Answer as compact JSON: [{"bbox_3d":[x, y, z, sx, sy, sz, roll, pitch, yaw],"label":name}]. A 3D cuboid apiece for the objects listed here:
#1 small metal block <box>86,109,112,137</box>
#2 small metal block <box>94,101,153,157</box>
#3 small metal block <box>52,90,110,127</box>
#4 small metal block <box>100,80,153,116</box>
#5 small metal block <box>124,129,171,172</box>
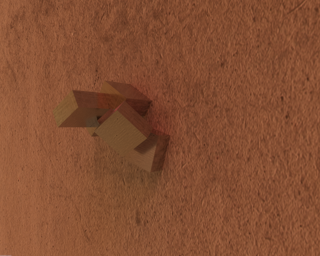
[{"bbox_3d":[-0.087,-0.014,0.460,0.025,0.050,0.050,-52,60,27],"label":"small metal block"},{"bbox_3d":[-0.046,0.002,0.394,0.050,0.025,0.050,44,124,-12],"label":"small metal block"},{"bbox_3d":[-0.103,-0.024,0.408,0.050,0.050,0.025,-36,68,34],"label":"small metal block"},{"bbox_3d":[-0.048,-0.041,0.428,0.050,0.050,0.025,39,114,32],"label":"small metal block"},{"bbox_3d":[-0.018,0.026,0.419,0.050,0.025,0.050,21,103,37],"label":"small metal block"}]
